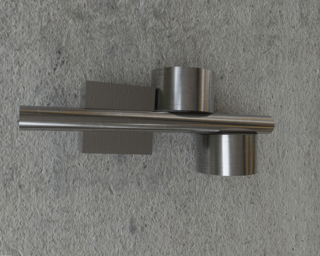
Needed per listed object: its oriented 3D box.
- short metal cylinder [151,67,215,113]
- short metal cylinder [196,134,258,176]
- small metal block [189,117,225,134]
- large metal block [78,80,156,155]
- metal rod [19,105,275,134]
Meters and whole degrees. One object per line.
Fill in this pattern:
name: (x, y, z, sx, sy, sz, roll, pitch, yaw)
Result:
short metal cylinder: (0.028, -0.045, 0.393, 0.081, 0.080, 0.050, 2, 90, -20)
short metal cylinder: (0.089, 0.033, 0.415, 0.081, 0.080, 0.050, 0, 90, -20)
small metal block: (0.052, -0.005, 0.416, 0.050, 0.050, 0.025, 1, 90, -20)
large metal block: (-0.054, -0.010, 0.374, 0.081, 0.050, 0.079, 3, 89, -20)
metal rod: (0.004, -0.007, 0.358, 0.303, 0.025, 0.025, 1, 90, -22)
